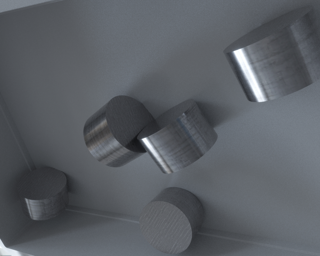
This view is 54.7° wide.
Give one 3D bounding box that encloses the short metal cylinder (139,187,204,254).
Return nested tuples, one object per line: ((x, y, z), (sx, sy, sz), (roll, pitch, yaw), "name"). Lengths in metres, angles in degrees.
((0.017, 0.133, 0.451), (0.080, 0.050, 0.079), (6, 105, 25), "short metal cylinder")

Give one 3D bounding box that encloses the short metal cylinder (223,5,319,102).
((0.105, -0.065, 0.277), (0.080, 0.080, 0.050), (-20, 108, 35), "short metal cylinder")

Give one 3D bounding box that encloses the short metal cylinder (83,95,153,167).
((-0.050, 0.005, 0.401), (0.050, 0.080, 0.080), (-33, 100, 38), "short metal cylinder")

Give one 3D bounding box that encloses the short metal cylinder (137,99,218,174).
((0.020, 0.009, 0.367), (0.080, 0.080, 0.050), (-27, 104, 37), "short metal cylinder")

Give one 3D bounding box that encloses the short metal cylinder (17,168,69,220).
((-0.206, 0.116, 0.551), (0.080, 0.080, 0.050), (17, 125, 18), "short metal cylinder")
